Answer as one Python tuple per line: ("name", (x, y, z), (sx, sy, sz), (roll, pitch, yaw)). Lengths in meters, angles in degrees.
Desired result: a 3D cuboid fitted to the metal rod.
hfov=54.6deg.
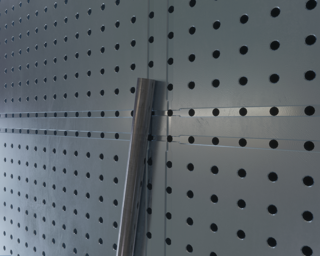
("metal rod", (-0.038, 0.080, 0.441), (0.025, 0.025, 0.298), (13, 98, 39))
